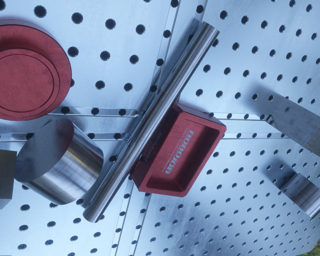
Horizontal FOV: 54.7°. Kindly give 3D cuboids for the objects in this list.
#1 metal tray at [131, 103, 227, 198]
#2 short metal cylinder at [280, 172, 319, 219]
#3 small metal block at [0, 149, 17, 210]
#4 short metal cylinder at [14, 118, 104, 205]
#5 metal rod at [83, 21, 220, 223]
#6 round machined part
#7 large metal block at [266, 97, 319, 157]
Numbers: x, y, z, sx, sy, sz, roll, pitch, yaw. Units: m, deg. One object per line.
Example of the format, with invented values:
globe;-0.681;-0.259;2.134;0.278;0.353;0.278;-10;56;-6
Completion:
metal tray;0.027;0.036;0.444;0.091;0.030;0.129;17;110;-35
short metal cylinder;0.287;0.133;0.614;0.050;0.080;0.080;-48;129;5
small metal block;-0.171;0.054;0.322;0.025;0.050;0.050;12;150;-33
short metal cylinder;-0.109;0.036;0.338;0.080;0.080;0.050;-40;130;-2
metal rod;-0.018;0.002;0.402;0.025;0.025;0.299;23;106;-37
round machined part;-0.134;-0.049;0.296;0.099;0.042;0.097;-14;124;-21
large metal block;0.238;0.002;0.506;0.080;0.080;0.050;23;106;-37
